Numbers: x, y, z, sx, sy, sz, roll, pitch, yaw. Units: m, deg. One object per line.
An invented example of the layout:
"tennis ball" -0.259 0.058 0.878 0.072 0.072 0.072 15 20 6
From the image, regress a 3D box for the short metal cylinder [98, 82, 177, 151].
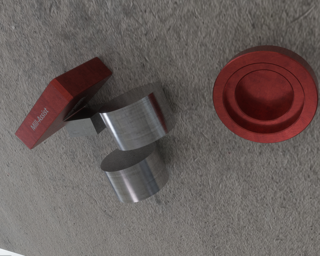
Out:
"short metal cylinder" -0.027 -0.015 0.376 0.080 0.080 0.050 -12 112 33

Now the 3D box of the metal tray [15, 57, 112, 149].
"metal tray" -0.128 -0.032 0.412 0.030 0.090 0.129 48 129 -5

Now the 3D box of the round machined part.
"round machined part" 0.107 -0.036 0.317 0.098 0.042 0.097 13 124 21

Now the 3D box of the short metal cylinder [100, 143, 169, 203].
"short metal cylinder" -0.034 0.057 0.424 0.080 0.080 0.050 -9 114 32

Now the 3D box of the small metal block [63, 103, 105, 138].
"small metal block" -0.097 -0.012 0.434 0.050 0.050 0.025 -6 115 31
